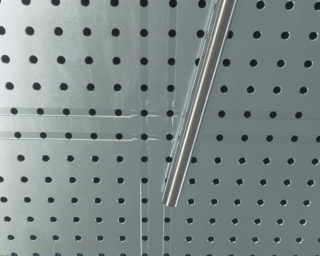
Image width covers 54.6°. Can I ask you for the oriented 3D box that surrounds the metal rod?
[{"bbox_3d":[0.048,-0.028,0.403,0.025,0.025,0.298,12,110,-5],"label":"metal rod"}]
